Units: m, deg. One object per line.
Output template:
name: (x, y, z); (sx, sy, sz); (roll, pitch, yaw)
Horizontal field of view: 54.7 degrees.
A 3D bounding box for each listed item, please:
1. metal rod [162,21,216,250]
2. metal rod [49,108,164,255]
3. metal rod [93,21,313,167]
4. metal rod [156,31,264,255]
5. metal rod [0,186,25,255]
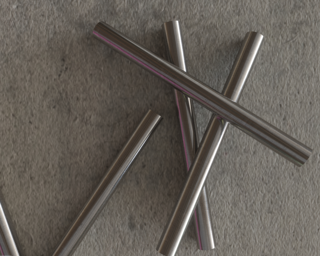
metal rod: (0.038, 0.010, 0.410); (0.025, 0.025, 0.298); (-9, 90, 0)
metal rod: (-0.089, 0.105, 0.408); (0.025, 0.025, 0.299); (34, 90, -1)
metal rod: (0.042, -0.048, 0.379); (0.300, 0.025, 0.025); (34, 90, 12)
metal rod: (0.066, 0.014, 0.390); (0.025, 0.025, 0.299); (24, 82, -1)
metal rod: (-0.232, 0.057, 0.406); (0.025, 0.025, 0.298); (-20, 90, 0)
